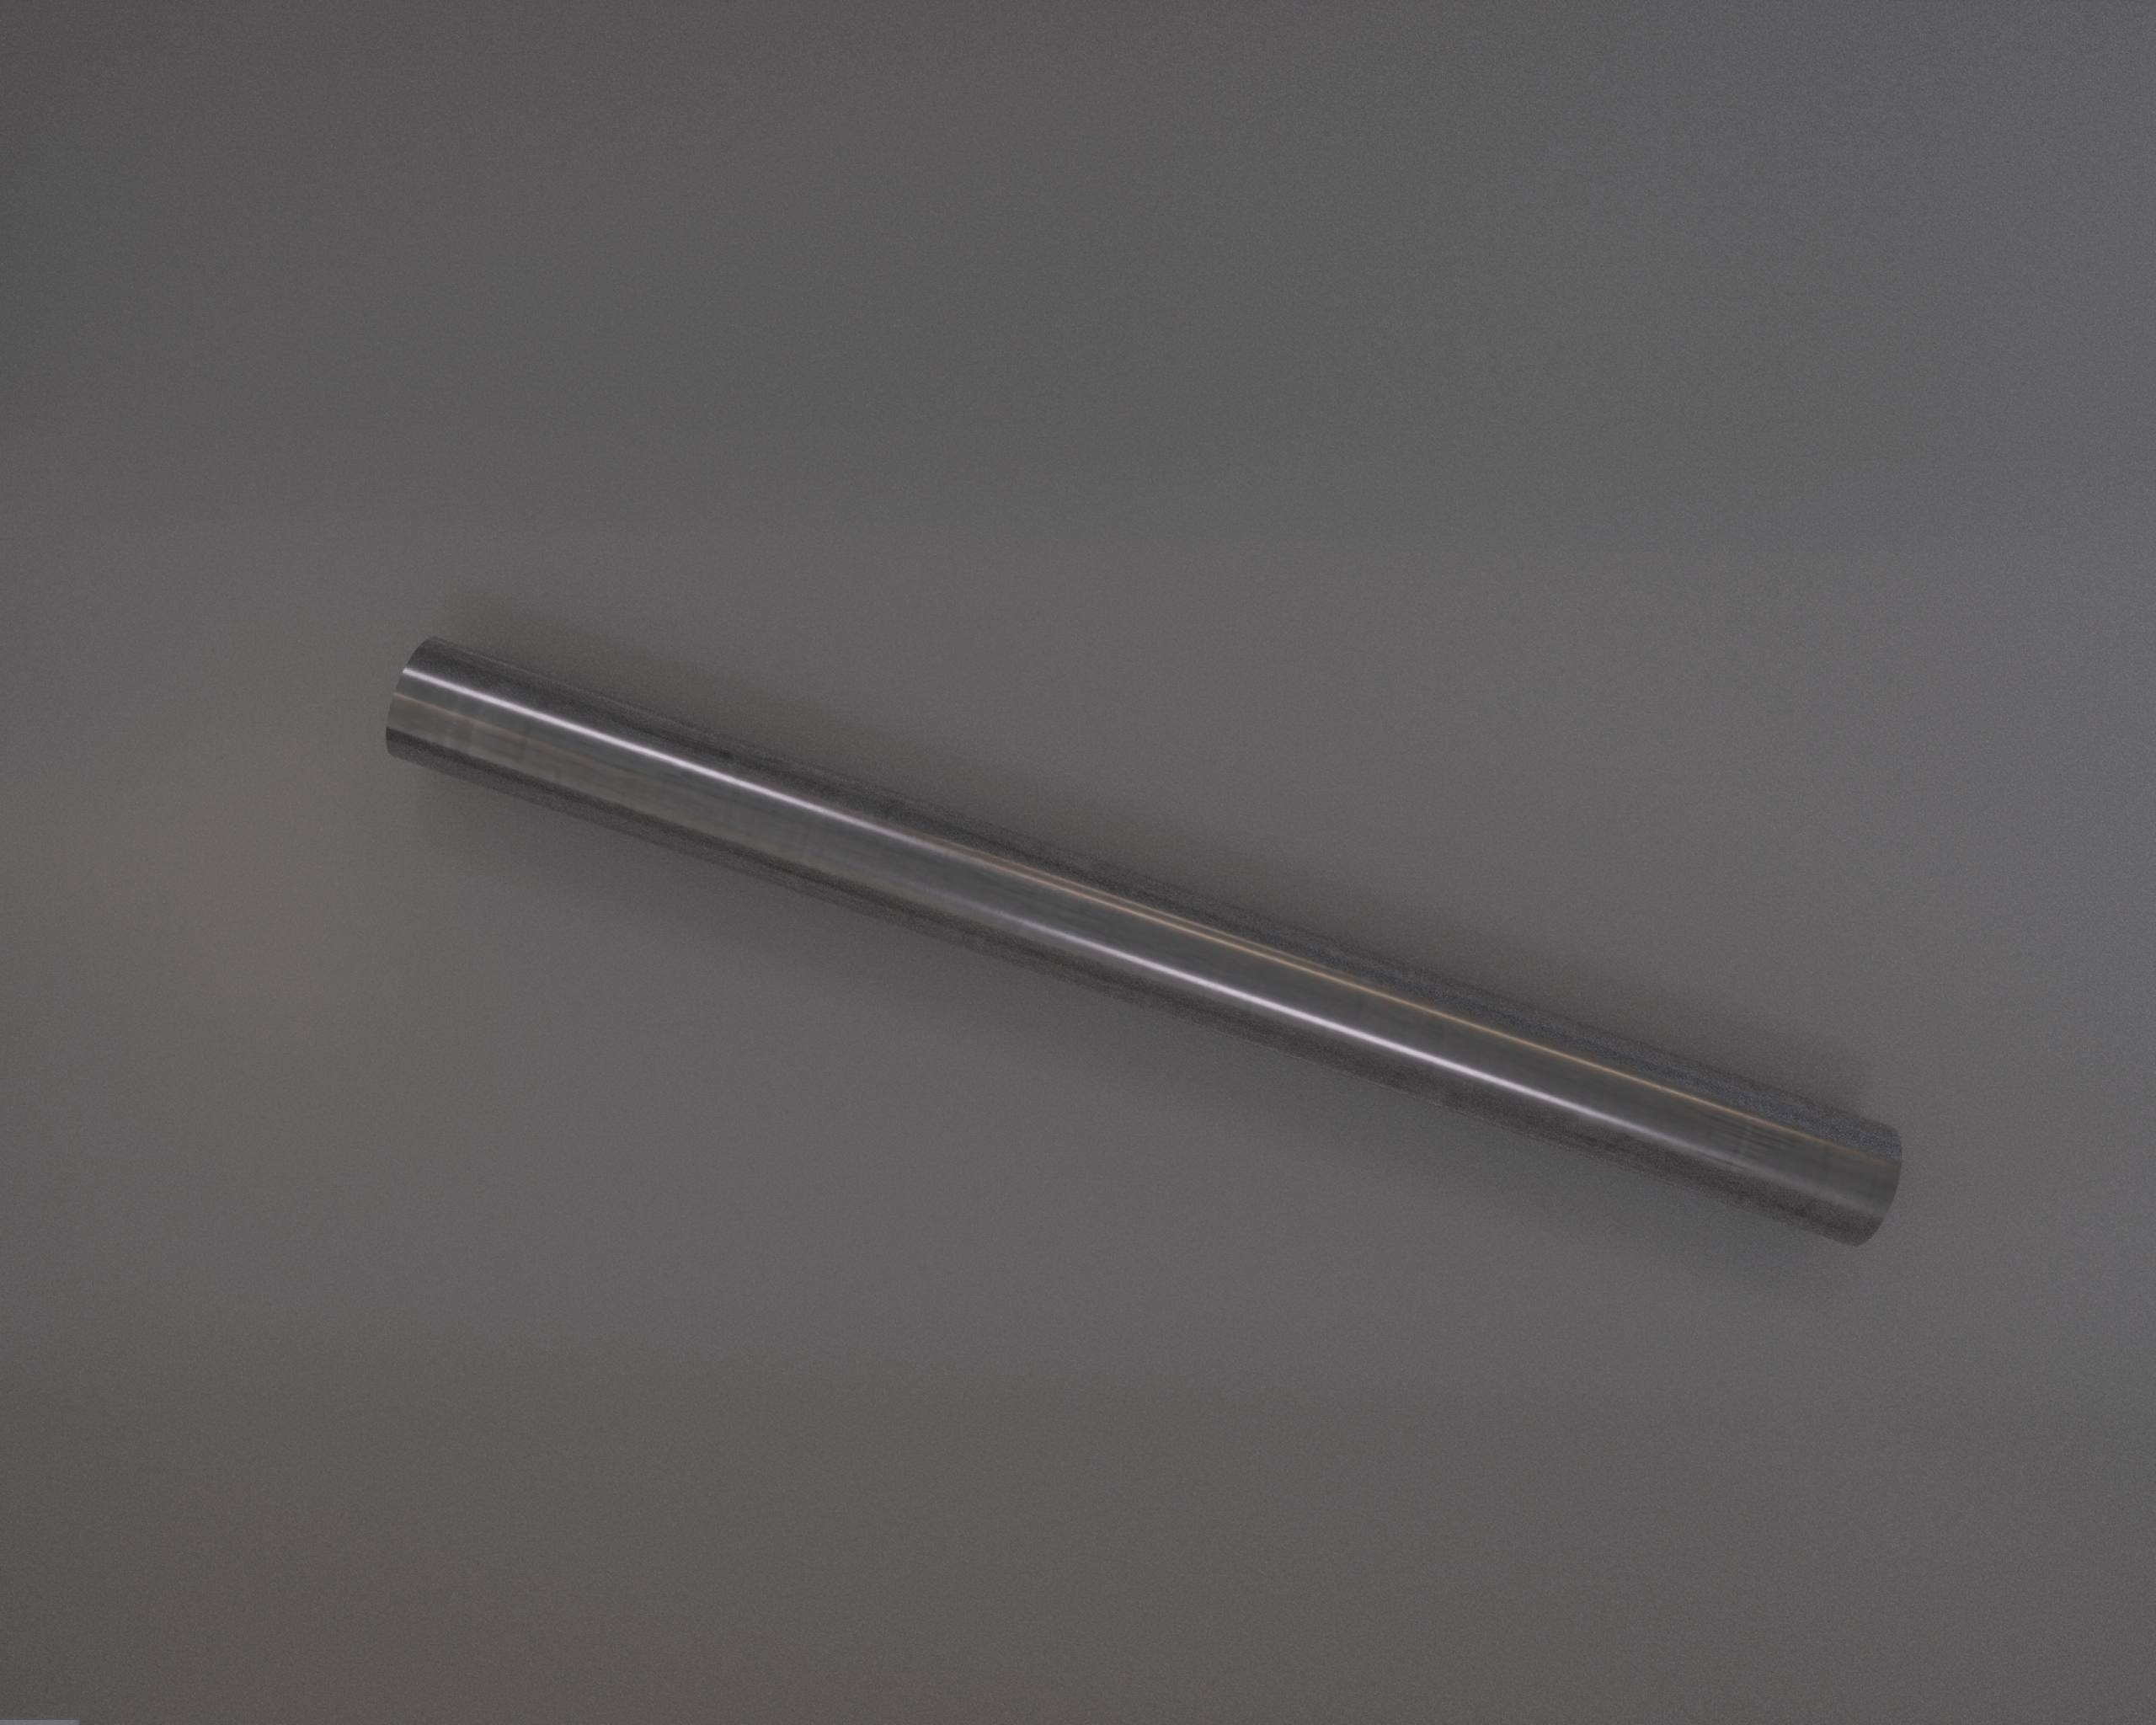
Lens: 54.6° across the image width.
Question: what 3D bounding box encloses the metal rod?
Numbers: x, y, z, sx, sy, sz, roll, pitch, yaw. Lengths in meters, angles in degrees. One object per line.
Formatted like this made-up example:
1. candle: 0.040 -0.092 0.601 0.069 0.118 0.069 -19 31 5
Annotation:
1. metal rod: 0.013 0.016 0.410 0.301 0.025 0.025 19 90 0
